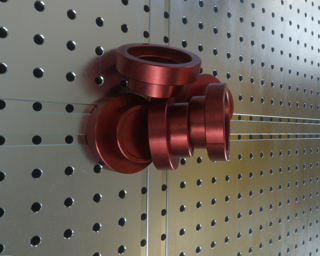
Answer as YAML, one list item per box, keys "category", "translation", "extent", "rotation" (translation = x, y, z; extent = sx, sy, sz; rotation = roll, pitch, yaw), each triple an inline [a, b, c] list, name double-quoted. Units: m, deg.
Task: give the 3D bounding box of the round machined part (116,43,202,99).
- category: "round machined part"
  translation: [-0.003, -0.067, 0.367]
  extent: [0.099, 0.098, 0.042]
  rotation: [-16, 126, -39]

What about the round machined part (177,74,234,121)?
- category: "round machined part"
  translation: [0.073, -0.032, 0.461]
  extent: [0.099, 0.042, 0.097]
  rotation: [0, 90, -40]

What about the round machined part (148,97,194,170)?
- category: "round machined part"
  translation: [0.018, 0.003, 0.384]
  extent: [0.098, 0.042, 0.097]
  rotation: [-4, 91, -77]

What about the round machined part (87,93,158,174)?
- category: "round machined part"
  translation: [-0.034, 0.006, 0.372]
  extent: [0.099, 0.042, 0.097]
  rotation: [0, 90, -40]

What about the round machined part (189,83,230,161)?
- category: "round machined part"
  translation: [0.063, -0.007, 0.391]
  extent: [0.098, 0.042, 0.097]
  rotation: [-2, 91, -73]
